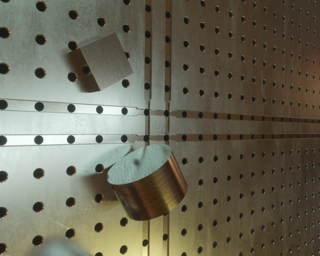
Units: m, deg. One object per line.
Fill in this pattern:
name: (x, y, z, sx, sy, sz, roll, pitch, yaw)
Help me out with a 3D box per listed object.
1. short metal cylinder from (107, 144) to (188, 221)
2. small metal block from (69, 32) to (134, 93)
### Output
short metal cylinder: (-0.014, 0.061, 0.361, 0.080, 0.080, 0.050, -37, 113, -34)
small metal block: (-0.066, -0.075, 0.354, 0.050, 0.025, 0.050, -37, 113, -34)
